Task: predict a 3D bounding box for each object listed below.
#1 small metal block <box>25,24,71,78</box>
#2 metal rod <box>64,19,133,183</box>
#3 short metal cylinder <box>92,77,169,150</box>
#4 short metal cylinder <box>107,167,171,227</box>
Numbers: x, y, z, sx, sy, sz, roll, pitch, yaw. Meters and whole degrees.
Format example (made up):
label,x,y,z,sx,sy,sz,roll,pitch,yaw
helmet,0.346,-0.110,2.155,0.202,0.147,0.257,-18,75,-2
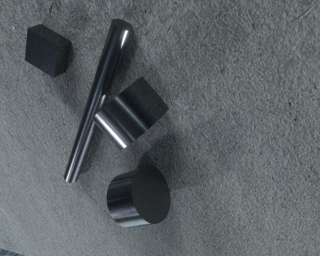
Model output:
label,x,y,z,sx,sy,sz,roll,pitch,yaw
small metal block,-0.154,-0.105,0.423,0.050,0.025,0.050,32,129,7
metal rod,-0.099,-0.017,0.448,0.025,0.025,0.298,34,129,6
short metal cylinder,-0.036,-0.018,0.379,0.050,0.080,0.080,50,129,-7
short metal cylinder,-0.030,0.101,0.449,0.050,0.080,0.080,-22,107,36
